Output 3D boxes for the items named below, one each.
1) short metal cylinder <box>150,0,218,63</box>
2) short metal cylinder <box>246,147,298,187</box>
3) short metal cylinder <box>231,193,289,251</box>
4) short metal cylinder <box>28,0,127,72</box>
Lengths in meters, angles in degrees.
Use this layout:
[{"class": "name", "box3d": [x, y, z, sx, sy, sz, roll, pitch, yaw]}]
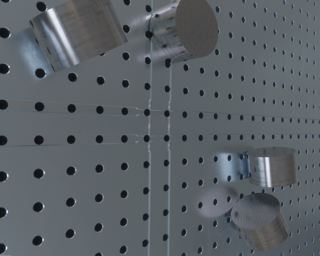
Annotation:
[{"class": "short metal cylinder", "box3d": [0.033, -0.132, 0.420, 0.081, 0.050, 0.079, 0, 90, -40]}, {"class": "short metal cylinder", "box3d": [0.192, 0.065, 0.534, 0.081, 0.080, 0.050, -12, 98, -39]}, {"class": "short metal cylinder", "box3d": [0.165, 0.153, 0.511, 0.080, 0.080, 0.050, -41, 115, -32]}, {"class": "short metal cylinder", "box3d": [-0.079, -0.094, 0.307, 0.081, 0.080, 0.050, -36, 113, -34]}]
